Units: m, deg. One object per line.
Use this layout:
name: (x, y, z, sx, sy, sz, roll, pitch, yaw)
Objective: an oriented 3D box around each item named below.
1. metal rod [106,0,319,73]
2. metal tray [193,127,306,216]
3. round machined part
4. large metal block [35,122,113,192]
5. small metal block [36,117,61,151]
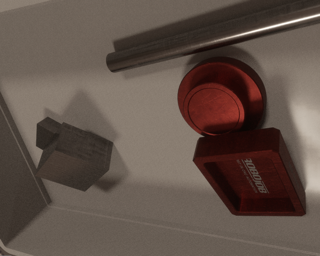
metal rod: (0.070, -0.096, 0.311, 0.300, 0.025, 0.025, -6, 115, 30)
metal tray: (0.106, 0.057, 0.356, 0.090, 0.030, 0.130, -10, 134, 32)
round machined part: (0.065, -0.026, 0.347, 0.098, 0.042, 0.097, 13, 124, 20)
large metal block: (-0.128, 0.046, 0.466, 0.080, 0.050, 0.080, 26, 134, -26)
small metal block: (-0.174, 0.017, 0.508, 0.050, 0.025, 0.050, 28, 128, 10)
